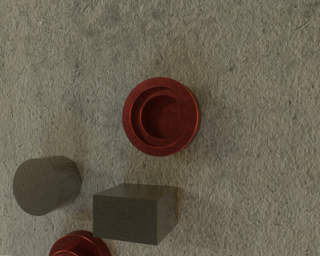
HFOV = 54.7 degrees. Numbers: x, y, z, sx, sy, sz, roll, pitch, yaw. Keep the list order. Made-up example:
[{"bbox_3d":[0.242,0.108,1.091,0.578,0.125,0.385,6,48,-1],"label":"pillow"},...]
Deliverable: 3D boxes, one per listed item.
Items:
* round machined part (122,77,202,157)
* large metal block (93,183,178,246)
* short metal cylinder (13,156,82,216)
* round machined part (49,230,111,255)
[{"bbox_3d":[0.005,-0.014,0.397,0.098,0.042,0.097,0,90,19],"label":"round machined part"},{"bbox_3d":[-0.027,0.103,0.389,0.080,0.080,0.050,0,90,19],"label":"large metal block"},{"bbox_3d":[-0.163,0.082,0.452,0.080,0.050,0.079,0,90,19],"label":"short metal cylinder"},{"bbox_3d":[-0.120,0.201,0.441,0.098,0.042,0.097,0,90,19],"label":"round machined part"}]
